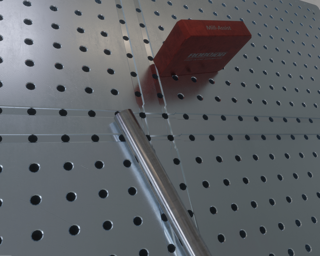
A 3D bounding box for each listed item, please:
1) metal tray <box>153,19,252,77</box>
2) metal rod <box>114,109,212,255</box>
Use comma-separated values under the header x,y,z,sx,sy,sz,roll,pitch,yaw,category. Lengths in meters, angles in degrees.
x,y,z,sx,sy,sz,roll,pitch,yaw,category
0.065,-0.122,0.475,0.131,0.090,0.030,-12,68,-33,metal tray
0.025,0.108,0.355,0.025,0.025,0.299,-19,72,-35,metal rod
